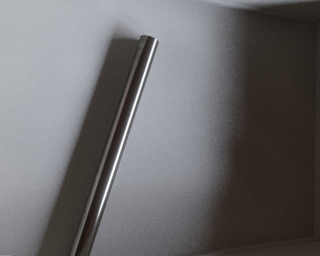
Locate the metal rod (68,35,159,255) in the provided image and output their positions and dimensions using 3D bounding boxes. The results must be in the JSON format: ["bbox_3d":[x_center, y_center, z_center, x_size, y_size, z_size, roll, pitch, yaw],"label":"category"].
[{"bbox_3d":[-0.058,0.027,0.388,0.025,0.025,0.299,20,83,-19],"label":"metal rod"}]
